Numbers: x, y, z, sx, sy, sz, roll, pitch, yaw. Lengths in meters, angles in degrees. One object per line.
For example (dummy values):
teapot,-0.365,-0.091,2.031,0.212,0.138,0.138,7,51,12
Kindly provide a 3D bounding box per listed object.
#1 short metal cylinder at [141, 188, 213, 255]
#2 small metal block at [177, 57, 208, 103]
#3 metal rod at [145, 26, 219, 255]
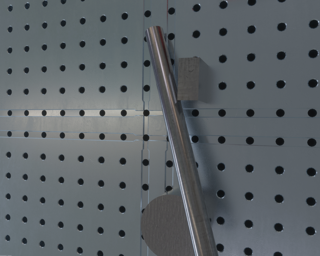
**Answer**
short metal cylinder,0.023,0.119,0.391,0.080,0.050,0.080,0,90,20
small metal block,0.042,-0.057,0.385,0.025,0.050,0.050,2,91,20
metal rod,0.022,0.010,0.371,0.025,0.025,0.299,-18,71,19
